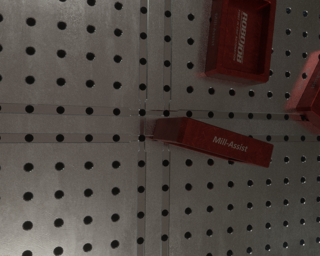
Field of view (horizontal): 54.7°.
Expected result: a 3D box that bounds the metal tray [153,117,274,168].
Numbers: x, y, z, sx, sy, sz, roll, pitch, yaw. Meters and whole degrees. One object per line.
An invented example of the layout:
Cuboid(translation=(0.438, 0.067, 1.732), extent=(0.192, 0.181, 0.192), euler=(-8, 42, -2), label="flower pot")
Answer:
Cuboid(translation=(0.067, 0.018, 0.404), extent=(0.131, 0.090, 0.030), euler=(16, 85, -20), label="metal tray")

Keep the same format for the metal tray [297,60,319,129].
Cuboid(translation=(0.296, -0.062, 0.522), extent=(0.090, 0.030, 0.130), euler=(33, 79, -18), label="metal tray")

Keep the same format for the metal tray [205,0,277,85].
Cuboid(translation=(0.120, -0.135, 0.455), extent=(0.091, 0.030, 0.129), euler=(7, 88, -20), label="metal tray")
